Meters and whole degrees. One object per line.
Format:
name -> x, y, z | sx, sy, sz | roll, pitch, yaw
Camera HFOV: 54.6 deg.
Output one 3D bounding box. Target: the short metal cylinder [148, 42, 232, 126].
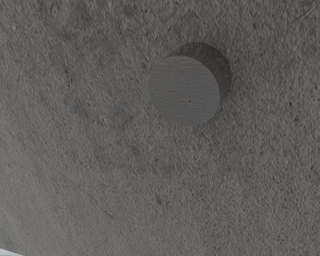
short metal cylinder -> 0.034, -0.049, 0.343 | 0.080, 0.050, 0.080 | 13, 124, 21
